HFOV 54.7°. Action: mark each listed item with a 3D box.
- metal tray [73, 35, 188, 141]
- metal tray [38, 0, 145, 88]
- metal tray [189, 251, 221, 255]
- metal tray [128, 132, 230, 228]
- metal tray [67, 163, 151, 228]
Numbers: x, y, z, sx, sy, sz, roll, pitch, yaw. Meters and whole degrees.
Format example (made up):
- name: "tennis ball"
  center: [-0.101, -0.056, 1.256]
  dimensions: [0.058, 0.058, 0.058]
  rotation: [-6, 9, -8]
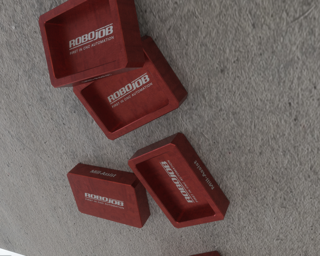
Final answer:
- name: "metal tray"
  center: [-0.041, -0.046, 0.396]
  dimensions: [0.130, 0.030, 0.090]
  rotation: [-25, 105, 37]
- name: "metal tray"
  center: [-0.083, -0.102, 0.358]
  dimensions: [0.130, 0.030, 0.089]
  rotation: [-7, 95, 37]
- name: "metal tray"
  center: [0.039, 0.253, 0.500]
  dimensions: [0.130, 0.090, 0.030]
  rotation: [-30, 102, 38]
- name: "metal tray"
  center: [0.026, 0.078, 0.437]
  dimensions: [0.090, 0.030, 0.130]
  rotation: [-26, 105, 37]
- name: "metal tray"
  center: [-0.086, 0.112, 0.518]
  dimensions: [0.130, 0.030, 0.089]
  rotation: [6, 121, 25]
